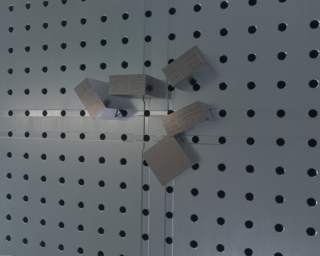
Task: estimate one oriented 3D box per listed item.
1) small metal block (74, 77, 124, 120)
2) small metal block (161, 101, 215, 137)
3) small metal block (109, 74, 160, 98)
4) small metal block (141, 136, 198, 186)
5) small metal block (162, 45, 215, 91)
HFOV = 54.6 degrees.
[{"bbox_3d":[-0.084,-0.039,0.429,0.025,0.050,0.050,-37,78,16],"label":"small metal block"},{"bbox_3d":[0.036,-0.010,0.387,0.050,0.050,0.025,-25,82,18],"label":"small metal block"},{"bbox_3d":[-0.033,-0.055,0.411,0.050,0.050,0.025,2,91,20],"label":"small metal block"},{"bbox_3d":[0.013,0.040,0.408,0.050,0.025,0.050,-38,78,16],"label":"small metal block"},{"bbox_3d":[0.037,-0.073,0.387,0.050,0.050,0.025,-33,79,17],"label":"small metal block"}]
